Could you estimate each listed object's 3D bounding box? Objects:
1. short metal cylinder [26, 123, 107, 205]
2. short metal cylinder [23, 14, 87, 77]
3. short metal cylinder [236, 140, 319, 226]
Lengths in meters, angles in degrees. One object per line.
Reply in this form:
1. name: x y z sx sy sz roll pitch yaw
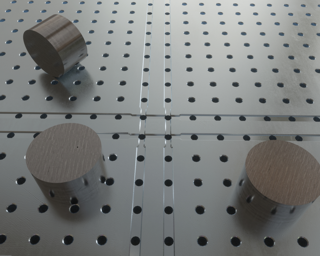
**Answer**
1. short metal cylinder: -0.104 0.041 0.356 0.081 0.050 0.080 0 50 0
2. short metal cylinder: -0.160 -0.125 0.475 0.080 0.080 0.050 27 55 20
3. short metal cylinder: 0.130 0.060 0.343 0.081 0.050 0.080 0 50 0
